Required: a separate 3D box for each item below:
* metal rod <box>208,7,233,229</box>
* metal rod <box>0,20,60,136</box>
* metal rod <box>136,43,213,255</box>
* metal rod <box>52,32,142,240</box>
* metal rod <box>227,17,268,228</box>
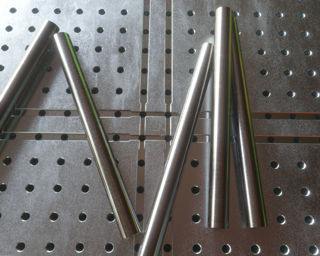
[{"bbox_3d":[0.081,-0.025,0.409,0.025,0.025,0.299,4,75,1],"label":"metal rod"},{"bbox_3d":[-0.213,-0.021,0.416,0.025,0.025,0.300,19,71,6],"label":"metal rod"},{"bbox_3d":[0.029,0.017,0.405,0.025,0.025,0.299,16,71,5],"label":"metal rod"},{"bbox_3d":[-0.090,-0.003,0.411,0.025,0.025,0.299,-21,72,-8],"label":"metal rod"},{"bbox_3d":[0.110,-0.022,0.421,0.025,0.025,0.299,-2,70,-1],"label":"metal rod"}]
